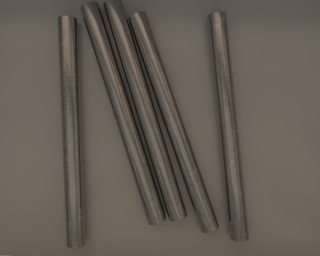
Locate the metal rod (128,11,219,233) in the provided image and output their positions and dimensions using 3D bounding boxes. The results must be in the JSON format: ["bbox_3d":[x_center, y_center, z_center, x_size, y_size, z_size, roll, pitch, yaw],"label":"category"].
[{"bbox_3d":[0.018,-0.007,0.411,0.025,0.025,0.298,-19,90,0],"label":"metal rod"}]

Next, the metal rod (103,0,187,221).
[{"bbox_3d":[-0.019,-0.024,0.411,0.025,0.025,0.298,-17,90,0],"label":"metal rod"}]

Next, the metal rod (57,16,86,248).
[{"bbox_3d":[-0.116,0.005,0.409,0.025,0.025,0.298,-2,90,-1],"label":"metal rod"}]

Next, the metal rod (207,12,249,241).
[{"bbox_3d":[0.091,-0.002,0.412,0.025,0.025,0.298,-6,90,-1],"label":"metal rod"}]

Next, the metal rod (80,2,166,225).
[{"bbox_3d":[-0.048,-0.019,0.410,0.025,0.025,0.298,-18,90,0],"label":"metal rod"}]
